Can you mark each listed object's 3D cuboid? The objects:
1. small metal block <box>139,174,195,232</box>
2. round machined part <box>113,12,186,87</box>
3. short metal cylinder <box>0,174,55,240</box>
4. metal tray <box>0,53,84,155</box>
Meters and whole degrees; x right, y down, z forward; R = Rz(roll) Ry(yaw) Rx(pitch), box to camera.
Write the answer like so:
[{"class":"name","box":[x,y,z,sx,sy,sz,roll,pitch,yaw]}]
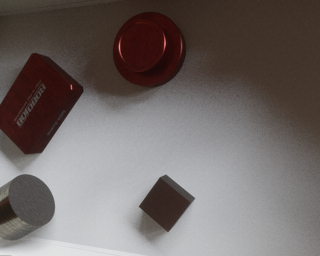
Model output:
[{"class":"small metal block","box":[0.009,0.098,0.406,0.050,0.025,0.050,38,102,15]},{"class":"round machined part","box":[-0.019,-0.104,0.407,0.098,0.042,0.097,0,90,19]},{"class":"short metal cylinder","box":[-0.202,0.115,0.451,0.050,0.080,0.080,-32,80,17]},{"class":"metal tray","box":[-0.188,-0.036,0.472,0.090,0.030,0.130,41,102,15]}]
